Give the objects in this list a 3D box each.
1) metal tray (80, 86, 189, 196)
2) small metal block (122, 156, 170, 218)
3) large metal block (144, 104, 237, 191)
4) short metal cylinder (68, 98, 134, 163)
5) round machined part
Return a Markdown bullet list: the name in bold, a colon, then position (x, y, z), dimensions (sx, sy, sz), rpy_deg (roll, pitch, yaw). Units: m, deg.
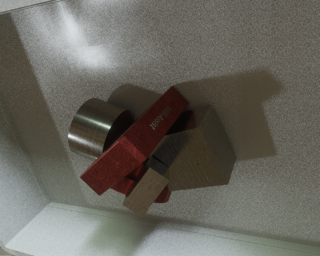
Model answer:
- **metal tray**: position (-0.025, 0.011, 0.357), dimensions (0.030, 0.131, 0.090), rpy_deg (46, 128, -5)
- **small metal block**: position (-0.014, 0.064, 0.348), dimensions (0.025, 0.050, 0.050), rpy_deg (35, 97, -4)
- **large metal block**: position (0.036, 0.027, 0.377), dimensions (0.080, 0.050, 0.080), rpy_deg (-15, 115, 34)
- **short metal cylinder**: position (-0.076, 0.005, 0.413), dimensions (0.050, 0.080, 0.079), rpy_deg (21, 126, 16)
- **round machined part**: position (-0.028, 0.064, 0.424), dimensions (0.098, 0.098, 0.042), rpy_deg (19, 90, 17)
